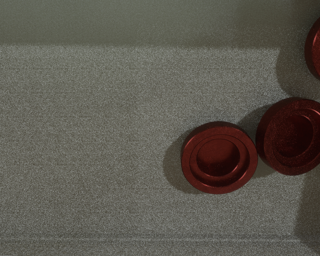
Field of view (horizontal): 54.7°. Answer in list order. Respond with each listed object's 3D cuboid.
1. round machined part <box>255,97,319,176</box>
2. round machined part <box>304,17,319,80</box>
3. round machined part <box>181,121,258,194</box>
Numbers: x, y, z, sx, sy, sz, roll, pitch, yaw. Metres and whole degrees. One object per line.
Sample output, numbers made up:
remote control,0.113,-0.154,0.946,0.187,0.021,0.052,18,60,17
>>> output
round machined part,0.166,0.008,0.398,0.099,0.042,0.097,-4,104,-14
round machined part,0.221,-0.098,0.368,0.099,0.042,0.097,0,110,0
round machined part,0.077,0.036,0.416,0.099,0.042,0.097,0,111,0
